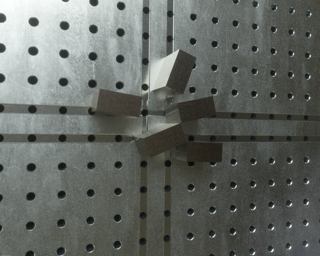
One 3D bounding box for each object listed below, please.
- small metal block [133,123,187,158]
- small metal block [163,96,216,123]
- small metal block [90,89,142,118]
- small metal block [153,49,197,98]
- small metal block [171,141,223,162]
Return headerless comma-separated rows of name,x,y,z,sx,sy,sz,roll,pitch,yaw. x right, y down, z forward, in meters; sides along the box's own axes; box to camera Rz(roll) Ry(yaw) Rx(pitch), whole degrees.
small metal block,-0.001,0.015,0.399,0.050,0.050,0.025,-22,98,-19
small metal block,0.039,-0.024,0.413,0.050,0.050,0.025,-13,95,-20
small metal block,-0.055,-0.028,0.379,0.050,0.050,0.025,9,87,-20
small metal block,0.018,-0.070,0.406,0.025,0.050,0.050,23,83,-19
small metal block,0.049,0.031,0.417,0.050,0.050,0.025,3,89,-20
